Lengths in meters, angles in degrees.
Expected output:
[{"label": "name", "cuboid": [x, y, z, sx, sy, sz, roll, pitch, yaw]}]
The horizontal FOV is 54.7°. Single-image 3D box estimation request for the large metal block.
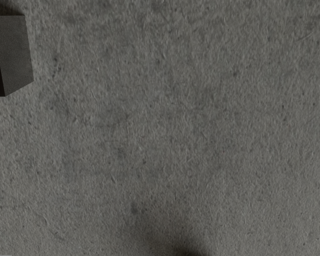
[{"label": "large metal block", "cuboid": [-0.187, -0.084, 0.347, 0.050, 0.080, 0.079, 0, 110, 0]}]
